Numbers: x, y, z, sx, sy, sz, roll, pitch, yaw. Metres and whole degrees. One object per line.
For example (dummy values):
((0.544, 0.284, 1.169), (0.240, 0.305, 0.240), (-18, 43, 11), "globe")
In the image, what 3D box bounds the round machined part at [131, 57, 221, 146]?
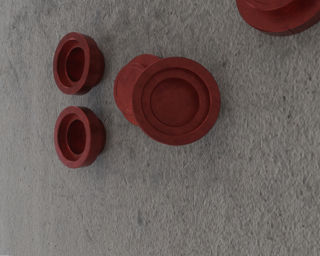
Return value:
((0.016, -0.029, 0.358), (0.099, 0.042, 0.097), (0, 89, -5), "round machined part")

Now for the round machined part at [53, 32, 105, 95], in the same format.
((-0.127, -0.101, 0.499), (0.098, 0.042, 0.097), (0, 90, 40), "round machined part")

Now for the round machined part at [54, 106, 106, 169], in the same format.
((-0.125, 0.014, 0.497), (0.098, 0.042, 0.097), (0, 90, 40), "round machined part")

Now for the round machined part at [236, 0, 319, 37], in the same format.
((0.117, -0.142, 0.297), (0.098, 0.042, 0.097), (0, 90, 40), "round machined part")

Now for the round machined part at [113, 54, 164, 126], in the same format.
((-0.024, -0.050, 0.414), (0.098, 0.042, 0.097), (0, 90, 40), "round machined part")
